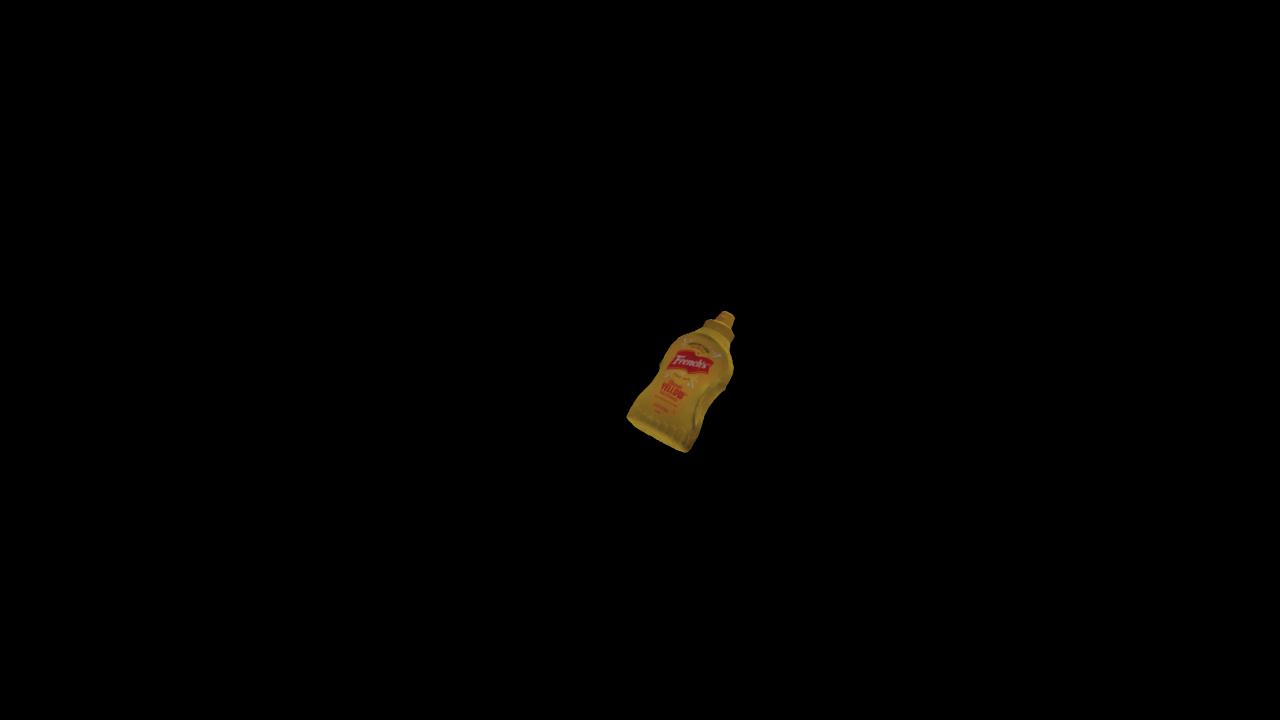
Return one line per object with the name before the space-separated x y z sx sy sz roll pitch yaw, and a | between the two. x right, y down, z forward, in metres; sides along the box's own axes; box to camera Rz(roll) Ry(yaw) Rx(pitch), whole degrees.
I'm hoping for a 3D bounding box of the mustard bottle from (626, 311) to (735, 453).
mustard bottle | 0.066 0.017 0.763 0.092 0.184 0.054 23 -16 37
